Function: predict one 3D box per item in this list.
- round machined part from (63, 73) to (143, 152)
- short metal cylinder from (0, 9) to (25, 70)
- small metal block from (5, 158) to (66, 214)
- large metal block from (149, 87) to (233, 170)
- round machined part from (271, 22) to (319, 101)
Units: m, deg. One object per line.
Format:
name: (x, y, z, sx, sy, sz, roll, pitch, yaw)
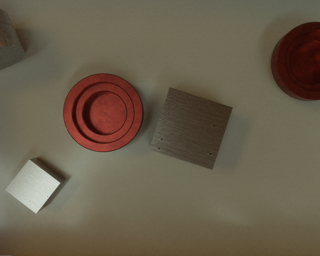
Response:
round machined part: (-0.070, -0.019, 0.402, 0.099, 0.042, 0.097, 0, 90, -1)
short metal cylinder: (-0.217, -0.105, 0.381, 0.080, 0.080, 0.050, -23, 90, 0)
small metal block: (-0.163, 0.075, 0.409, 0.050, 0.025, 0.050, 38, 90, -1)
large metal block: (0.038, 0.001, 0.399, 0.080, 0.050, 0.080, 18, 90, -1)
round machined part: (0.194, -0.084, 0.405, 0.099, 0.042, 0.097, 0, 90, -1)
